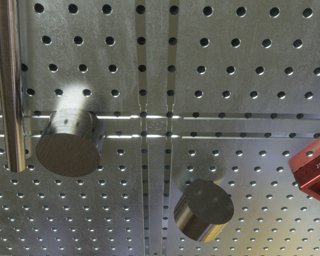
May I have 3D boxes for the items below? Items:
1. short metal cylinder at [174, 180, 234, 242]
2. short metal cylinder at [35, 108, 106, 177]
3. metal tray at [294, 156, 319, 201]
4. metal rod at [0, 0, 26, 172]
[{"bbox_3d":[0.068,0.129,0.486,0.081,0.080,0.050,14,129,-12],"label":"short metal cylinder"},{"bbox_3d":[-0.116,0.020,0.411,0.081,0.050,0.079,0,130,0],"label":"short metal cylinder"},{"bbox_3d":[0.284,0.063,0.464,0.090,0.030,0.129,28,125,-22],"label":"metal tray"},{"bbox_3d":[-0.175,-0.054,0.363,0.025,0.025,0.298,11,129,-9],"label":"metal rod"}]
